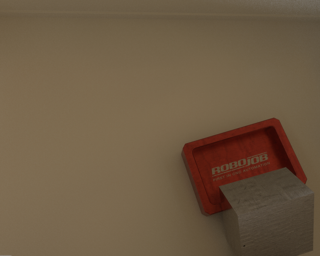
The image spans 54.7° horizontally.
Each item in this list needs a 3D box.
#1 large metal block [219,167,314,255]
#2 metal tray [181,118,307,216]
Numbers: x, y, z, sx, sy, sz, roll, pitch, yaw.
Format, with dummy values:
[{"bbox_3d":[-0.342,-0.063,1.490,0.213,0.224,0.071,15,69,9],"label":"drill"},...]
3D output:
[{"bbox_3d":[0.116,0.099,0.340,0.081,0.050,0.079,-15,115,-6],"label":"large metal block"},{"bbox_3d":[0.102,0.048,0.390,0.131,0.030,0.090,-16,71,-6],"label":"metal tray"}]
